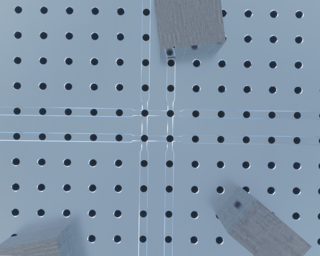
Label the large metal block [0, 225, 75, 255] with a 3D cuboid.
[{"bbox_3d":[-0.157,0.180,0.400,0.080,0.050,0.080,-11,90,0],"label":"large metal block"}]

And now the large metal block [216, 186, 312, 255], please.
[{"bbox_3d":[0.123,0.125,0.387,0.080,0.080,0.050,41,90,0],"label":"large metal block"}]

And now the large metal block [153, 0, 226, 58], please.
[{"bbox_3d":[0.035,-0.140,0.401,0.080,0.050,0.080,-7,90,0],"label":"large metal block"}]
